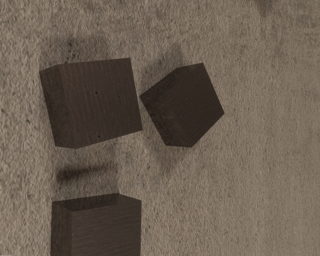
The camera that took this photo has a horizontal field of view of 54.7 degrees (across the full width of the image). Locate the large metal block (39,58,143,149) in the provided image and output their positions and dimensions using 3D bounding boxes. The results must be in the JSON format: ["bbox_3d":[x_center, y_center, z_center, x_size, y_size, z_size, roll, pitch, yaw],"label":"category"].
[{"bbox_3d":[-0.072,-0.028,0.330,0.081,0.050,0.079,-16,101,-39],"label":"large metal block"}]

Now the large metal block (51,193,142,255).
[{"bbox_3d":[-0.068,0.119,0.333,0.081,0.050,0.079,2,89,-40],"label":"large metal block"}]

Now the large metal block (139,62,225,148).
[{"bbox_3d":[0.032,-0.031,0.417,0.080,0.050,0.080,-42,116,-32],"label":"large metal block"}]
